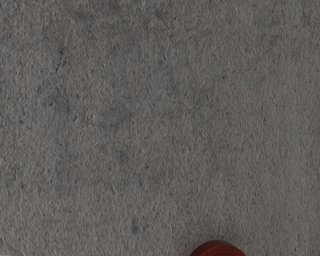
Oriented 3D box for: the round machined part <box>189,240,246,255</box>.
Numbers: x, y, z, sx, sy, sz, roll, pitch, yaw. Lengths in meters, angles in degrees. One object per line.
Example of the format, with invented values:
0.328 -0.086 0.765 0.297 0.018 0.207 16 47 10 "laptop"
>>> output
0.073 0.203 0.427 0.099 0.042 0.097 0 90 -20 "round machined part"
